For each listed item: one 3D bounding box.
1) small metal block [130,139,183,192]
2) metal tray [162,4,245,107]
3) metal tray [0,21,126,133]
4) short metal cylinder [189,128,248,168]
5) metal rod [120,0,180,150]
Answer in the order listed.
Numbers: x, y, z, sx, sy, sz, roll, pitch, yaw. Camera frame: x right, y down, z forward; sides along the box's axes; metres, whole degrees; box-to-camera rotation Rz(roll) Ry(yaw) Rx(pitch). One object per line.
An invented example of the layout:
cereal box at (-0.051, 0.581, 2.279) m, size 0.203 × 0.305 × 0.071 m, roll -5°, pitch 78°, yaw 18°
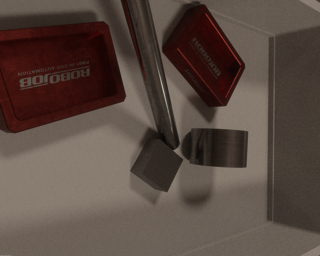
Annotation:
small metal block at (-0.003, 0.049, 0.406) m, size 0.050 × 0.025 × 0.050 m, roll 43°, pitch 64°, yaw -32°
metal tray at (0.071, -0.104, 0.464) m, size 0.130 × 0.030 × 0.090 m, roll 44°, pitch 63°, yaw -31°
metal tray at (-0.104, -0.055, 0.316) m, size 0.131 × 0.030 × 0.089 m, roll -22°, pitch 104°, yaw -38°
short metal cylinder at (0.084, 0.028, 0.444) m, size 0.081 × 0.080 × 0.050 m, roll 6°, pitch 87°, yaw -40°
metal rod at (-0.013, -0.081, 0.319) m, size 0.025 × 0.025 × 0.299 m, roll -48°, pitch 143°, yaw -29°
